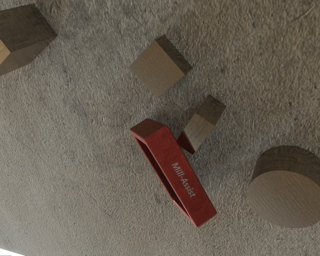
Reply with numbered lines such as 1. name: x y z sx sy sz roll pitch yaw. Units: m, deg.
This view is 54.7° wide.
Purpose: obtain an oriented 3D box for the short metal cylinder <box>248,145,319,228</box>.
1. short metal cylinder: 0.146 0.067 0.355 0.080 0.050 0.079 13 124 21

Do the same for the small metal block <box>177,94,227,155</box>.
1. small metal block: 0.048 -0.005 0.363 0.025 0.050 0.050 35 129 5

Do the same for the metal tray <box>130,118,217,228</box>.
1. metal tray: 0.014 0.053 0.394 0.130 0.030 0.090 60 169 -15

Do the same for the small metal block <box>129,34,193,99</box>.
1. small metal block: 0.000 -0.071 0.363 0.050 0.025 0.050 48 129 -6

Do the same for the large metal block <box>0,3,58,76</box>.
1. large metal block: -0.198 -0.112 0.407 0.080 0.080 0.050 -26 104 37
